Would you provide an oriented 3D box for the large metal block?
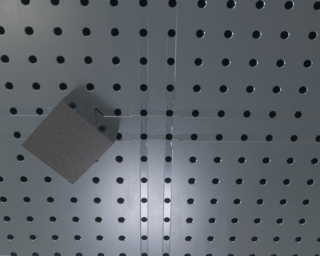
[{"bbox_3d":[-0.113,0.012,0.403,0.080,0.050,0.080,42,105,-14],"label":"large metal block"}]
